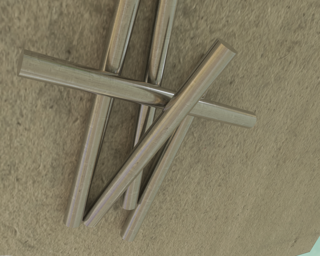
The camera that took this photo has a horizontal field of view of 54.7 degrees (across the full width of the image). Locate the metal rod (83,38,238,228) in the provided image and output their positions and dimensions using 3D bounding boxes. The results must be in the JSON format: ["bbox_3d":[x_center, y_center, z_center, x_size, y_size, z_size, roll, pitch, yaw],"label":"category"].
[{"bbox_3d":[-0.017,0.025,0.367,0.025,0.025,0.298,16,124,-35],"label":"metal rod"}]

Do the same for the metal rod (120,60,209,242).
[{"bbox_3d":[0.008,0.040,0.437,0.025,0.025,0.298,12,112,-34],"label":"metal rod"}]

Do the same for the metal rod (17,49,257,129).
[{"bbox_3d":[0.002,-0.034,0.354,0.302,0.025,0.025,11,113,-33],"label":"metal rod"}]

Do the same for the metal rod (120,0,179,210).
[{"bbox_3d":[-0.018,-0.020,0.386,0.025,0.025,0.298,-3,120,-28],"label":"metal rod"}]

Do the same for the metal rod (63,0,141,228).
[{"bbox_3d":[-0.074,-0.004,0.364,0.025,0.025,0.298,5,116,-31],"label":"metal rod"}]
